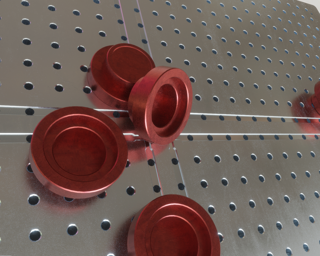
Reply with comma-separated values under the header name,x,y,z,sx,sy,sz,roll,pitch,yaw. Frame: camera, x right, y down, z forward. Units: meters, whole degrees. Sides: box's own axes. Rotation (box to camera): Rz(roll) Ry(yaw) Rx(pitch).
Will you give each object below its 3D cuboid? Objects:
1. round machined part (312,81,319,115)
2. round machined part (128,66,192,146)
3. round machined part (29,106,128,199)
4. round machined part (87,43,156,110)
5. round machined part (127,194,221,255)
name,x,y,z,sx,sy,sz,roll,pitch,yaw
round machined part,0.346,-0.053,0.620,0.099,0.042,0.098,14,56,-21
round machined part,-0.003,-0.030,0.393,0.042,0.097,0.099,17,41,34
round machined part,-0.088,0.028,0.333,0.099,0.042,0.098,14,56,-21
round machined part,-0.045,-0.076,0.421,0.099,0.042,0.098,14,56,-21
round machined part,0.012,0.124,0.329,0.099,0.042,0.098,14,56,-21
